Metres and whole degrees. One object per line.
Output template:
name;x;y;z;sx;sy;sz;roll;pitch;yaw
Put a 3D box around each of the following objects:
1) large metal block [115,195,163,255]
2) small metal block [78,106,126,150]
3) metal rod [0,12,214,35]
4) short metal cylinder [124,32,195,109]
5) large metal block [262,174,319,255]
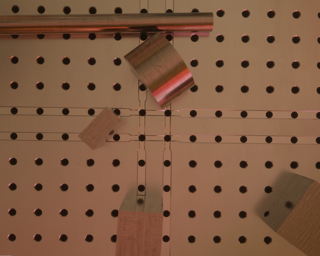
large metal block;-0.024;0.133;0.386;0.050;0.080;0.079;4;90;0
small metal block;-0.073;0.000;0.400;0.025;0.050;0.050;43;90;-1
metal rod;-0.082;-0.139;0.412;0.302;0.025;0.025;-1;90;-1
short metal cylinder;-0.001;-0.071;0.386;0.050;0.080;0.080;-36;90;0
large metal block;0.198;0.119;0.404;0.080;0.050;0.080;37;90;-1
